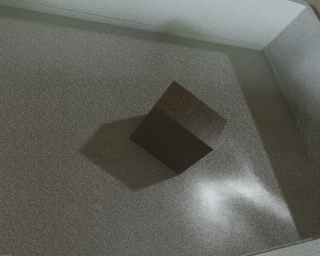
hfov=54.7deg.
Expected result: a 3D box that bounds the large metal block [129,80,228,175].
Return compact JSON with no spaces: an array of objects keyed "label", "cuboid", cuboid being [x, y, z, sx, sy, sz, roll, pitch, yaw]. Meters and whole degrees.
[{"label":"large metal block","cuboid":[0.021,0.002,0.382,0.080,0.080,0.050,37,51,-4]}]
